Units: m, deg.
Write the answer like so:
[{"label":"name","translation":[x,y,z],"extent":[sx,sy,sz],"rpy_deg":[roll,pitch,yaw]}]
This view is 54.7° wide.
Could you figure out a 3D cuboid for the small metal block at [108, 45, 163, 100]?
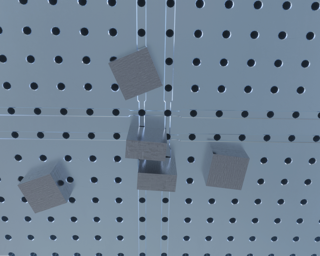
[{"label":"small metal block","translation":[-0.029,-0.069,0.388],"extent":[0.050,0.025,0.050],"rpy_deg":[-21,109,7]}]

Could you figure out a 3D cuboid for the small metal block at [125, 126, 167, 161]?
[{"label":"small metal block","translation":[-0.017,0.020,0.407],"extent":[0.050,0.050,0.025],"rpy_deg":[5,110,-2]}]

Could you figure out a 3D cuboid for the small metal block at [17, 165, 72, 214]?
[{"label":"small metal block","translation":[-0.164,0.088,0.444],"extent":[0.050,0.025,0.050],"rpy_deg":[-20,109,6]}]

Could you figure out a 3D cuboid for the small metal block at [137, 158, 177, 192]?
[{"label":"small metal block","translation":[-0.004,0.062,0.423],"extent":[0.050,0.050,0.025],"rpy_deg":[4,110,-2]}]

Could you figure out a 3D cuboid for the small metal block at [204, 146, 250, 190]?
[{"label":"small metal block","translation":[0.093,0.057,0.436],"extent":[0.050,0.025,0.050],"rpy_deg":[8,110,-4]}]
